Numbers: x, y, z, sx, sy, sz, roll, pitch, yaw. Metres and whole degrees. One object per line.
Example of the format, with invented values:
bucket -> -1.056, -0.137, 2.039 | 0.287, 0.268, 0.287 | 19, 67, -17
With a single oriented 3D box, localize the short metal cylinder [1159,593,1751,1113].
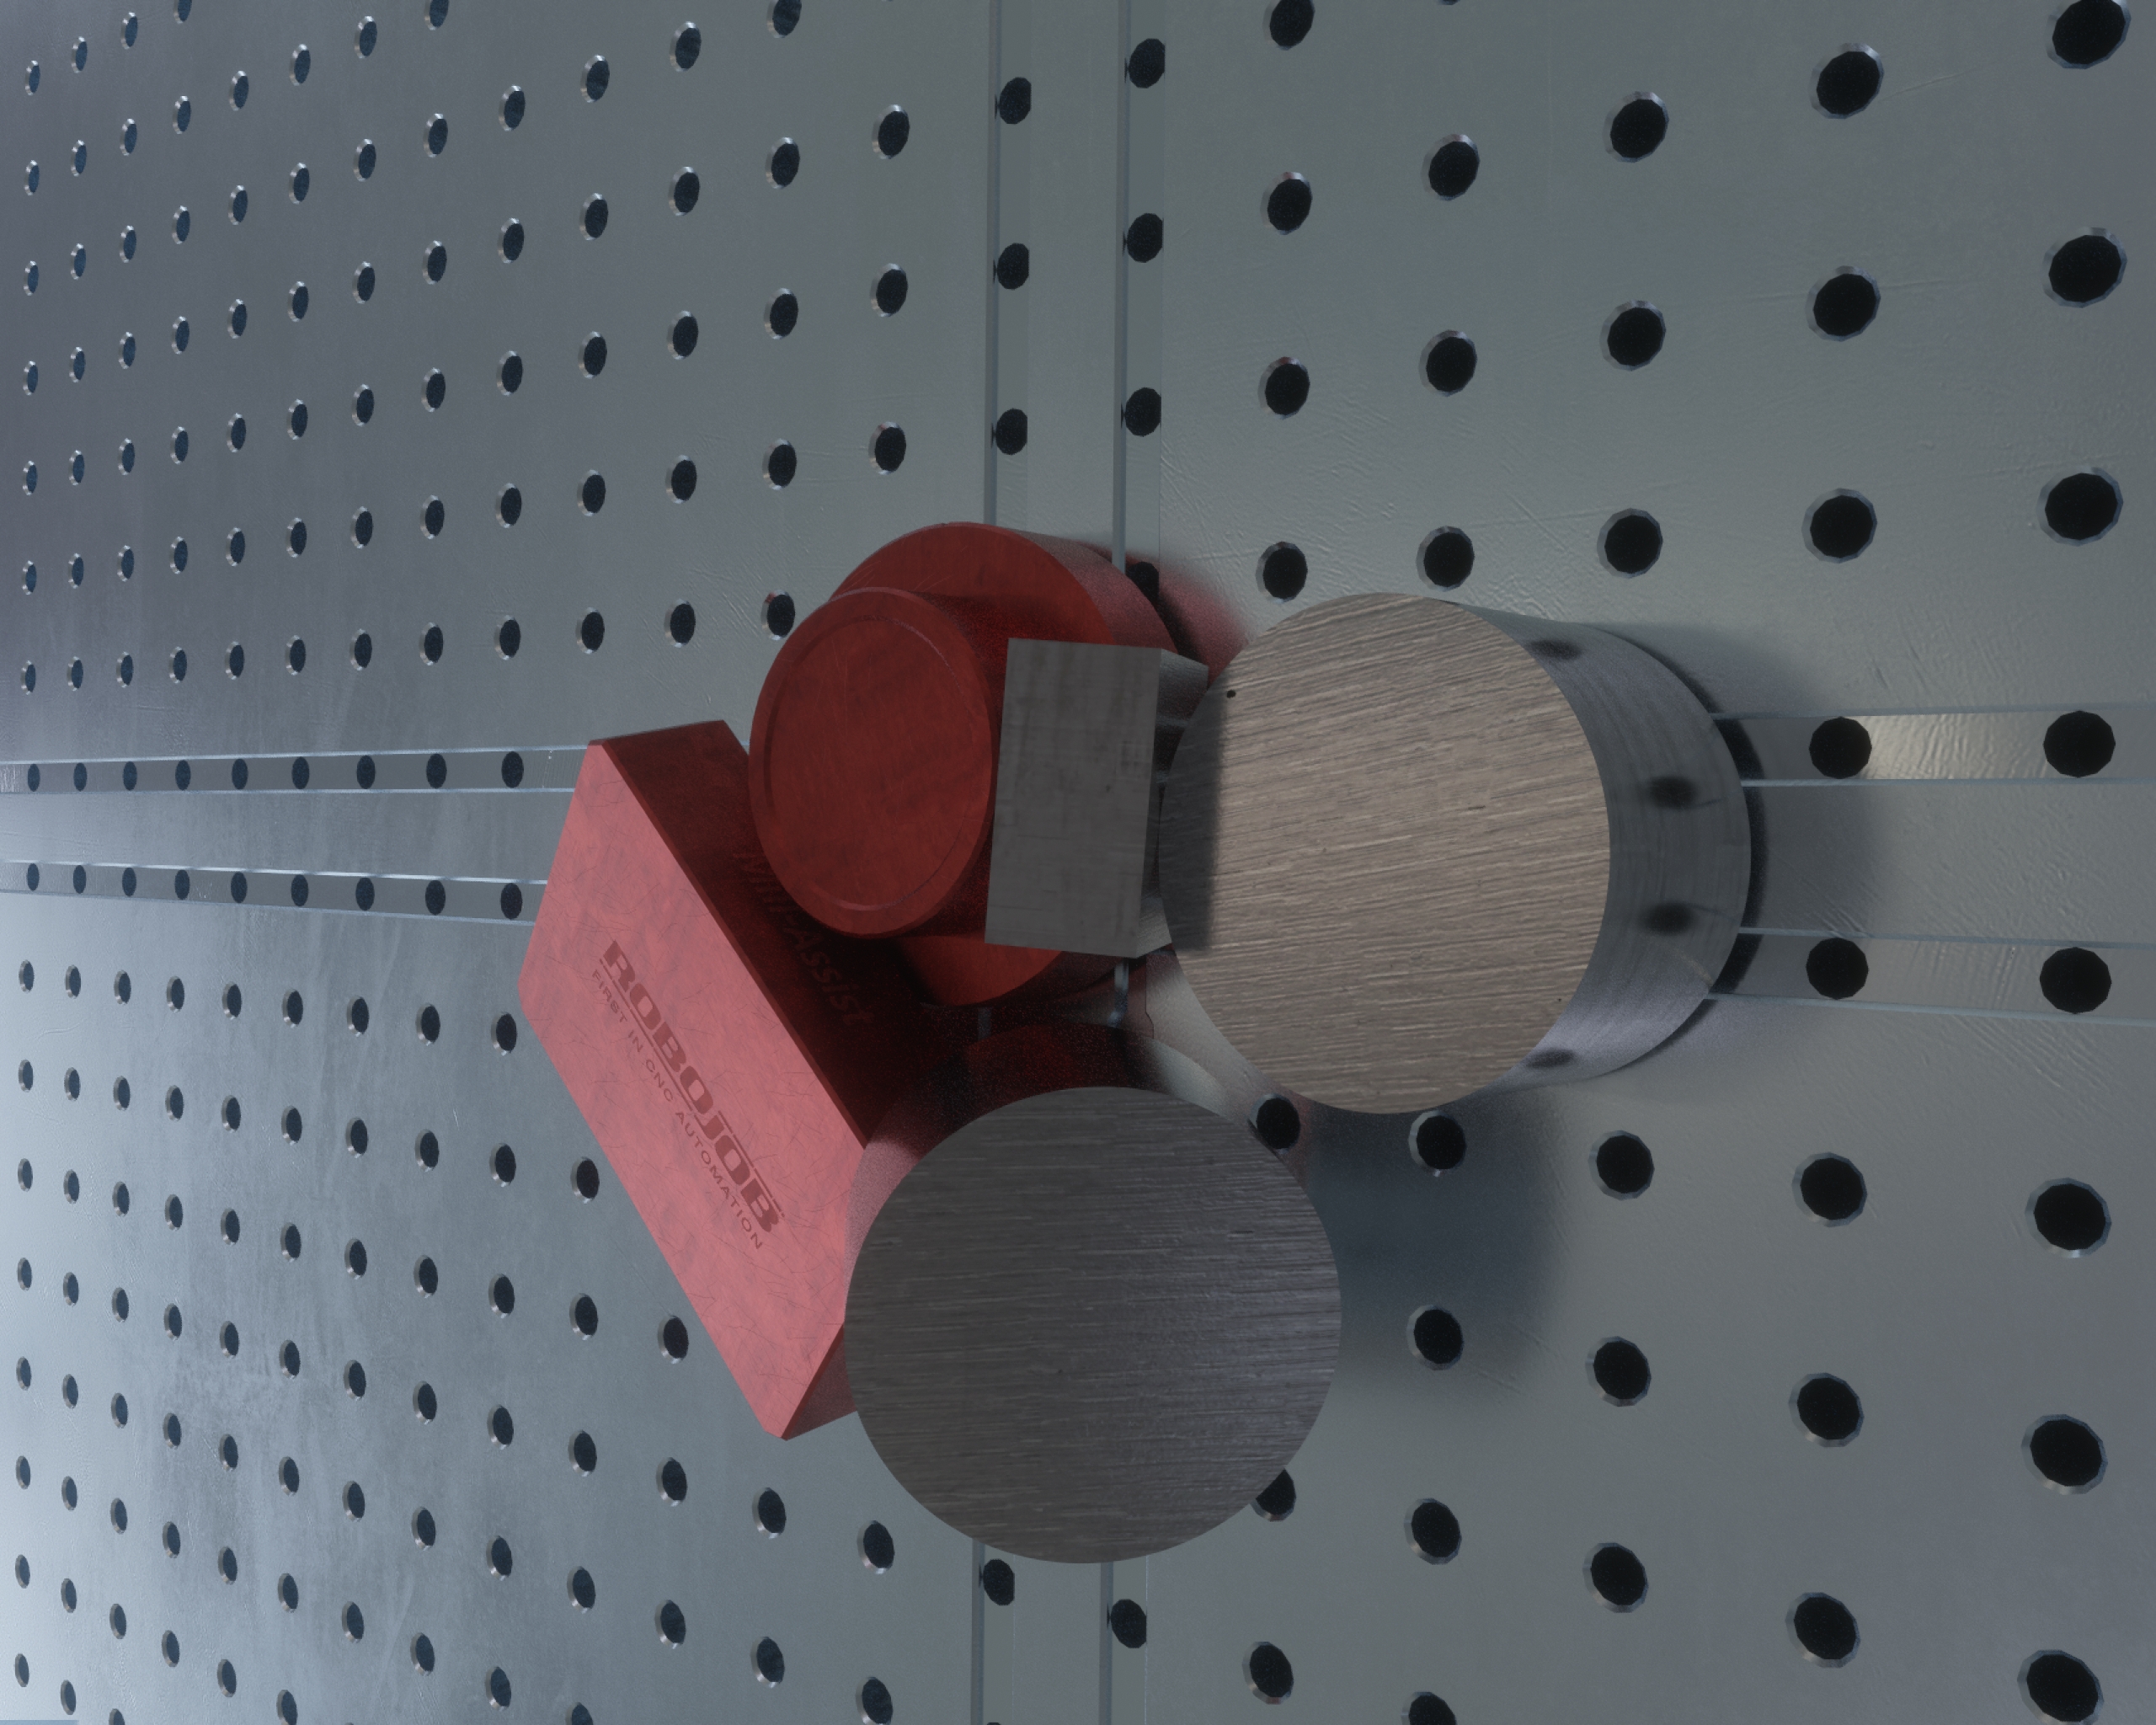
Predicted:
short metal cylinder -> 0.060, -0.002, 0.339 | 0.080, 0.050, 0.079 | 0, 90, 40

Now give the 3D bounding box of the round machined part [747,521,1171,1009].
round machined part -> -0.028, -0.019, 0.415 | 0.098, 0.042, 0.097 | 0, 90, 40

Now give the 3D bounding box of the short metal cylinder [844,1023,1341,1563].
short metal cylinder -> 0.000, 0.072, 0.360 | 0.050, 0.081, 0.079 | -132, 49, -80

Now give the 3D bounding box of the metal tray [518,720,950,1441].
metal tray -> -0.071, 0.044, 0.445 | 0.130, 0.030, 0.089 | 53, 136, 26

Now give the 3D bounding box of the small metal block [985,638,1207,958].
small metal block -> 0.004, -0.011, 0.360 | 0.025, 0.050, 0.050 | 5, 93, 12
